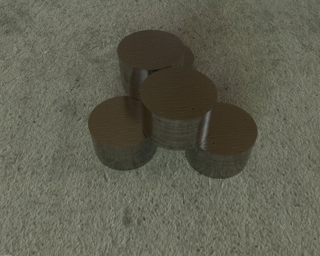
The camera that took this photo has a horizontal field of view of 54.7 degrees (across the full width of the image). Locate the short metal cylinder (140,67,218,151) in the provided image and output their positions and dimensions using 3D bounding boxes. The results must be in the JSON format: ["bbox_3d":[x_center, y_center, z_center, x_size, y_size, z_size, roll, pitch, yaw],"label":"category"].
[{"bbox_3d":[0.019,-0.022,0.341,0.081,0.050,0.080,1,50,0],"label":"short metal cylinder"}]

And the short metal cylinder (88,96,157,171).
[{"bbox_3d":[-0.044,0.006,0.383,0.080,0.050,0.080,0,50,0],"label":"short metal cylinder"}]

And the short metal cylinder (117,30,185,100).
[{"bbox_3d":[-0.011,-0.079,0.389,0.080,0.050,0.080,0,50,0],"label":"short metal cylinder"}]

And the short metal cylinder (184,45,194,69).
[{"bbox_3d":[0.009,-0.085,0.460,0.080,0.050,0.080,0,50,0],"label":"short metal cylinder"}]

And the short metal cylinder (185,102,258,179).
[{"bbox_3d":[0.072,0.015,0.376,0.080,0.050,0.080,0,50,0],"label":"short metal cylinder"}]
